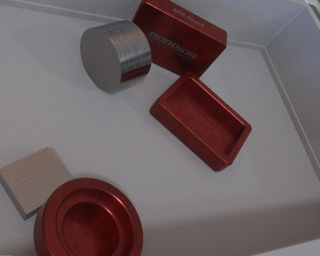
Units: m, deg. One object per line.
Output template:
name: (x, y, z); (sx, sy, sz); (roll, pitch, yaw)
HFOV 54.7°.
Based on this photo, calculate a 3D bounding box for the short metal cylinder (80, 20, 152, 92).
short metal cylinder: (-0.057, -0.092, 0.397); (0.050, 0.080, 0.080); (-30, 79, -38)

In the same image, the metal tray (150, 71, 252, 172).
metal tray: (0.061, -0.012, 0.444); (0.130, 0.030, 0.090); (42, 51, 0)

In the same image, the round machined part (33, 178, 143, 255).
round machined part: (-0.068, 0.099, 0.287); (0.098, 0.042, 0.098); (28, 37, -24)

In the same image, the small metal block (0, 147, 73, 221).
small metal block: (-0.123, 0.054, 0.307); (0.050, 0.025, 0.050); (-29, 78, -38)

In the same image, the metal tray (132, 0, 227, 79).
metal tray: (0.020, -0.129, 0.454); (0.131, 0.090, 0.030); (23, 53, -15)
